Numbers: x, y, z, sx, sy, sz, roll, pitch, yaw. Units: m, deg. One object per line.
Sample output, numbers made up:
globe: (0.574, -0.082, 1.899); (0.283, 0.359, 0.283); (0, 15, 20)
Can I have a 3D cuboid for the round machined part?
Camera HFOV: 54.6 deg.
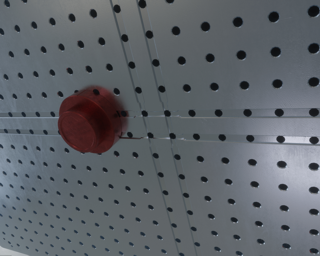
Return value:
round machined part: (-0.110, -0.003, 0.457); (0.098, 0.042, 0.097); (13, 124, 21)
